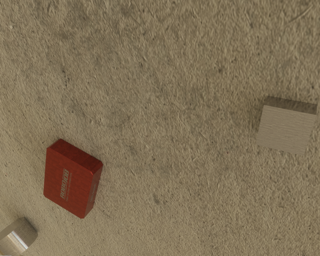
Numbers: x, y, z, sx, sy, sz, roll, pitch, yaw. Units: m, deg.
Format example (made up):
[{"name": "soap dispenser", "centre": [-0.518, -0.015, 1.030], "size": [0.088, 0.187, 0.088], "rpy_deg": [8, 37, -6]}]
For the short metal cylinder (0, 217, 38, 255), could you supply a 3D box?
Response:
[{"name": "short metal cylinder", "centre": [-0.322, 0.246, 0.689], "size": [0.080, 0.080, 0.050], "rpy_deg": [-24, 106, 36]}]

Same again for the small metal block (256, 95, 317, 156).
[{"name": "small metal block", "centre": [0.135, -0.003, 0.334], "size": [0.050, 0.025, 0.050], "rpy_deg": [14, 124, 20]}]

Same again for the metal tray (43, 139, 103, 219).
[{"name": "metal tray", "centre": [-0.154, 0.091, 0.538], "size": [0.090, 0.030, 0.129], "rpy_deg": [28, 128, 10]}]
